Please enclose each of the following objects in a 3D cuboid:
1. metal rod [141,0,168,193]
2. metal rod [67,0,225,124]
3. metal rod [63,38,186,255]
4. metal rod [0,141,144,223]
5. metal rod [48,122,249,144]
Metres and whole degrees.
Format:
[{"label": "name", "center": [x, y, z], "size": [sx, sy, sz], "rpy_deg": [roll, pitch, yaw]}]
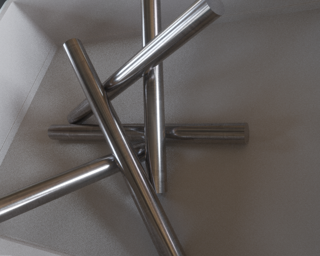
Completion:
[{"label": "metal rod", "center": [-0.009, -0.073, 0.380], "size": [0.025, 0.025, 0.298], "rpy_deg": [-5, 83, 26]}, {"label": "metal rod", "center": [-0.043, -0.062, 0.380], "size": [0.299, 0.025, 0.025], "rpy_deg": [-28, 47, 46]}, {"label": "metal rod", "center": [-0.049, 0.014, 0.362], "size": [0.025, 0.025, 0.299], "rpy_deg": [-31, 71, 8]}, {"label": "metal rod", "center": [-0.136, 0.073, 0.323], "size": [0.302, 0.025, 0.025], "rpy_deg": [-20, 43, -31]}, {"label": "metal rod", "center": [-0.035, 0.006, 0.420], "size": [0.300, 0.025, 0.025], "rpy_deg": [0, 62, 28]}]
